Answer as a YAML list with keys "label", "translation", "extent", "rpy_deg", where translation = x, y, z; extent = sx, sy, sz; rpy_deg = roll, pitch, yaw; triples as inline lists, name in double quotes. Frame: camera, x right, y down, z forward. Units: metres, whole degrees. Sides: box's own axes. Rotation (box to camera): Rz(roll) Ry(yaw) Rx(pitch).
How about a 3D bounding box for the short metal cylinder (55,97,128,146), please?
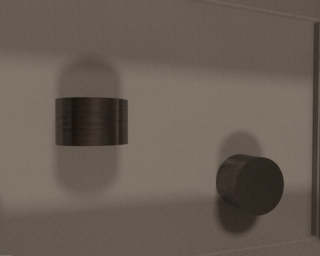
- label: "short metal cylinder"
  translation: [-0.077, -0.007, 0.353]
  extent: [0.081, 0.080, 0.050]
  rpy_deg: [0, 90, -20]

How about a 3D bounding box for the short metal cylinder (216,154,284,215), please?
- label: "short metal cylinder"
  translation: [0.129, 0.080, 0.447]
  extent: [0.081, 0.050, 0.079]
  rpy_deg: [0, 90, -21]
